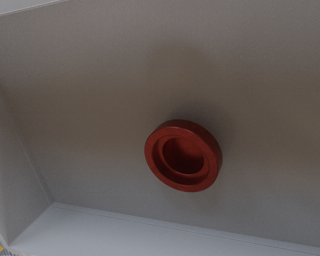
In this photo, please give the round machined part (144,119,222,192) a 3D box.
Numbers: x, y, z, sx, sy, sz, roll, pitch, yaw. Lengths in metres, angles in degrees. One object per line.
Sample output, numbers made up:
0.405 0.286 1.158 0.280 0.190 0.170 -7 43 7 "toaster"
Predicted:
0.033 0.031 0.400 0.098 0.042 0.097 13 124 21 "round machined part"
